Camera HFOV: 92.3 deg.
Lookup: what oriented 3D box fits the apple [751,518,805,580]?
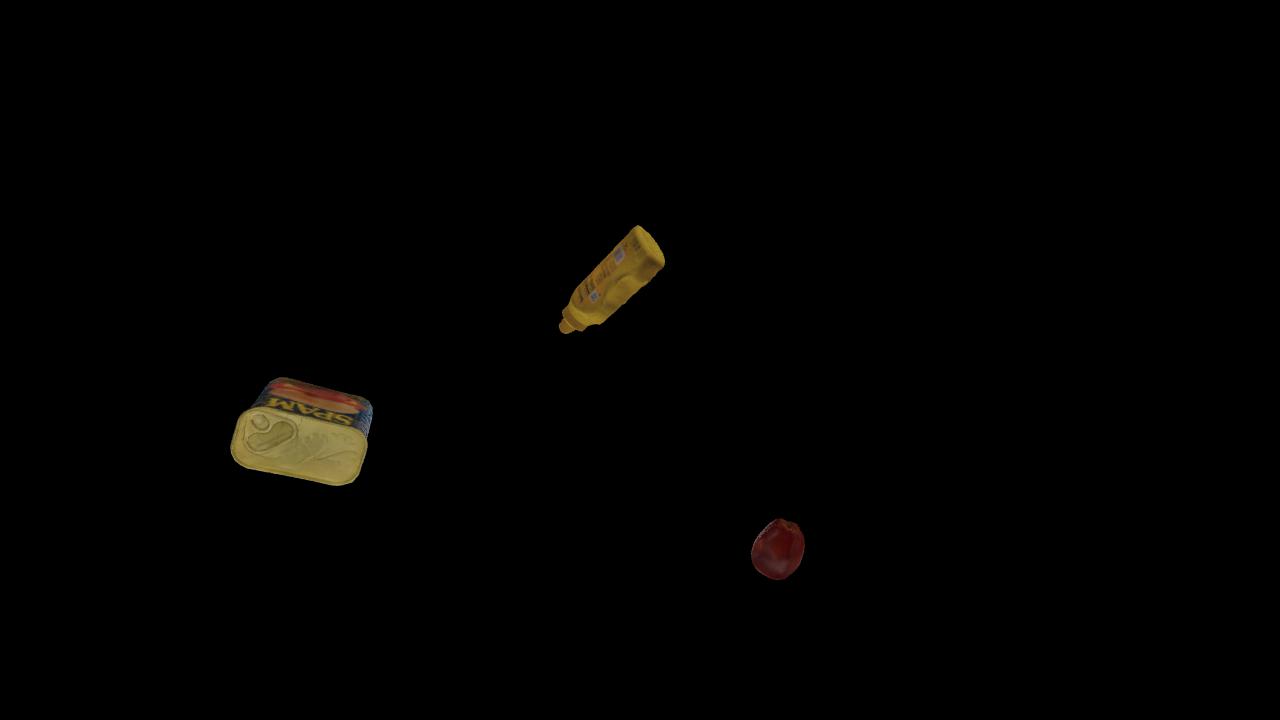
[{"bbox_3d":[0.213,0.295,0.956,0.079,0.093,0.079,20,21,-8],"label":"apple"}]

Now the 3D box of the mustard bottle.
[{"bbox_3d":[-0.049,-0.100,0.861,0.184,0.092,0.054,-42,-47,20],"label":"mustard bottle"}]

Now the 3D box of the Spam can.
[{"bbox_3d":[-0.298,0.062,0.556,0.101,0.058,0.085,19,10,-23],"label":"Spam can"}]
